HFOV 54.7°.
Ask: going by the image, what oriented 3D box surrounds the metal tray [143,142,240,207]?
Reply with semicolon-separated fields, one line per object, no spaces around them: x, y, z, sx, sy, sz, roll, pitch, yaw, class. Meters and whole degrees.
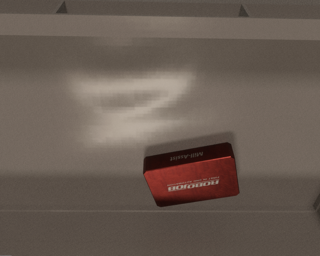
0.049;0.074;0.469;0.131;0.030;0.090;-11;130;8;metal tray
